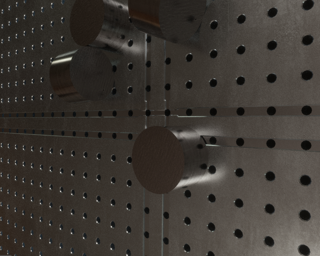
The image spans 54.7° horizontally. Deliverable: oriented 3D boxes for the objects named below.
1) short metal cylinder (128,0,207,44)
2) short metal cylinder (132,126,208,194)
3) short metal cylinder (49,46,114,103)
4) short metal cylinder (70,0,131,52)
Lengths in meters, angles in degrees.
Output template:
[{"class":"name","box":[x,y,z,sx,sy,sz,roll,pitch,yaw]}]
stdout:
[{"class":"short metal cylinder","box":[0.010,-0.146,0.364,0.050,0.081,0.079,30,109,35]},{"class":"short metal cylinder","box":[0.012,0.037,0.382,0.080,0.050,0.079,0,90,39]},{"class":"short metal cylinder","box":[-0.116,-0.078,0.467,0.050,0.081,0.079,-2,89,40]},{"class":"short metal cylinder","box":[-0.090,-0.158,0.465,0.080,0.050,0.079,0,90,39]}]
